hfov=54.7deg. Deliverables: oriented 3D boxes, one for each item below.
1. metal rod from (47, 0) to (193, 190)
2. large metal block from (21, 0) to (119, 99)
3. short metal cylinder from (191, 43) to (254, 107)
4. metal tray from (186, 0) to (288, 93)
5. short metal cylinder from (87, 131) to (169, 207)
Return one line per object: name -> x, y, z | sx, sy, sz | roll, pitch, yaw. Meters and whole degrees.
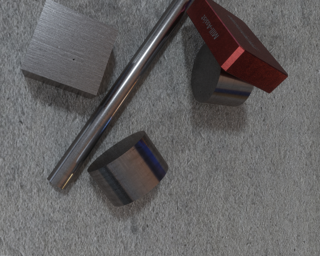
metal rod -> -0.042, -0.058, 0.393 | 0.025, 0.025, 0.300 | 36, 78, -17
large metal block -> -0.103, -0.086, 0.358 | 0.081, 0.050, 0.080 | 19, 84, -19
short metal cylinder -> 0.082, -0.070, 0.410 | 0.050, 0.080, 0.080 | 5, 88, -20
metal tray -> 0.093, -0.107, 0.385 | 0.091, 0.130, 0.030 | 17, 129, -35
short metal cylinder -> -0.037, 0.046, 0.366 | 0.080, 0.080, 0.050 | -37, 102, -16
